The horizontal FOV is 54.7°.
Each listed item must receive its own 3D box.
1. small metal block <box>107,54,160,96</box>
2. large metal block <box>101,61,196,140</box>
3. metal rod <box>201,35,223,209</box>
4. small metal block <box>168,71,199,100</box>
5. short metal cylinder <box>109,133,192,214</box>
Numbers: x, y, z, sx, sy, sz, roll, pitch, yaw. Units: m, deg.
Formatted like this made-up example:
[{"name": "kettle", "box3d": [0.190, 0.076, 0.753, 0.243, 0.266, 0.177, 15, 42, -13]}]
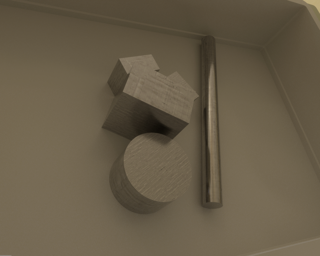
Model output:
[{"name": "small metal block", "box3d": [-0.036, -0.070, 0.414, 0.050, 0.050, 0.025, -17, 71, -35]}, {"name": "large metal block", "box3d": [-0.015, -0.022, 0.377, 0.080, 0.080, 0.050, 25, 53, -13]}, {"name": "metal rod", "box3d": [0.075, -0.029, 0.465, 0.025, 0.025, 0.300, 17, 55, -19]}, {"name": "small metal block", "box3d": [0.020, -0.048, 0.447, 0.050, 0.025, 0.050, 49, 51, 6]}, {"name": "short metal cylinder", "box3d": [-0.011, 0.052, 0.353, 0.081, 0.050, 0.080, 14, 56, -21]}]
